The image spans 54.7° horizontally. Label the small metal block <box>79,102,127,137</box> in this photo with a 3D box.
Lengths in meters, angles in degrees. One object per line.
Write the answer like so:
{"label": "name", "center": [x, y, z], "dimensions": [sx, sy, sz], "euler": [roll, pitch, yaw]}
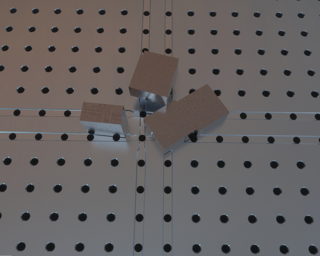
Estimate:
{"label": "small metal block", "center": [-0.071, -0.010, 0.401], "dimensions": [0.050, 0.050, 0.025], "euler": [6, 70, 2]}

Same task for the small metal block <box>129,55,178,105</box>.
{"label": "small metal block", "center": [-0.008, -0.063, 0.408], "dimensions": [0.050, 0.025, 0.050], "euler": [16, 71, 5]}

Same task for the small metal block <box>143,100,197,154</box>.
{"label": "small metal block", "center": [0.013, -0.001, 0.412], "dimensions": [0.050, 0.025, 0.050], "euler": [-31, 73, -11]}

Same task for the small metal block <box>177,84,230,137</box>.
{"label": "small metal block", "center": [0.057, -0.024, 0.421], "dimensions": [0.050, 0.025, 0.050], "euler": [-31, 73, -11]}

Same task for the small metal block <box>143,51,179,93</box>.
{"label": "small metal block", "center": [-0.004, -0.077, 0.440], "dimensions": [0.050, 0.025, 0.050], "euler": [14, 70, 5]}
